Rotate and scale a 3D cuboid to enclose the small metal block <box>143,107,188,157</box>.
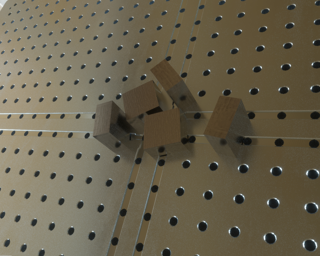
[{"bbox_3d":[0.007,0.006,0.402,0.050,0.025,0.050,-13,56,21],"label":"small metal block"}]

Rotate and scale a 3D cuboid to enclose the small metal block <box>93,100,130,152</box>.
[{"bbox_3d":[-0.065,-0.001,0.428,0.025,0.050,0.050,-14,56,21],"label":"small metal block"}]

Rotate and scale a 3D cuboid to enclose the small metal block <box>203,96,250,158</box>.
[{"bbox_3d":[0.078,-0.001,0.353,0.025,0.050,0.050,13,69,34],"label":"small metal block"}]

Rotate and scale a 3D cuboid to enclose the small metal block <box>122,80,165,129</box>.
[{"bbox_3d":[-0.023,-0.034,0.442,0.050,0.025,0.050,-23,53,14],"label":"small metal block"}]

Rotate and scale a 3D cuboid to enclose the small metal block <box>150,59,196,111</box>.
[{"bbox_3d":[0.018,-0.057,0.419,0.025,0.050,0.050,-37,51,4],"label":"small metal block"}]
